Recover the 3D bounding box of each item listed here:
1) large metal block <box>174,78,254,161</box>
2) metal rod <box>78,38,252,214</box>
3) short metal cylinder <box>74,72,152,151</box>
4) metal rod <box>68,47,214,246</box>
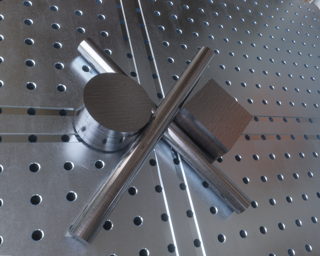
[{"bbox_3d":[0.069,-0.010,0.430,0.080,0.050,0.080,44,51,2],"label":"large metal block"},{"bbox_3d":[0.004,-0.005,0.408,0.300,0.025,0.025,46,51,3],"label":"metal rod"},{"bbox_3d":[-0.057,-0.019,0.368,0.081,0.050,0.080,14,56,-21],"label":"short metal cylinder"},{"bbox_3d":[-0.005,-0.001,0.374,0.025,0.025,0.301,37,59,-4],"label":"metal rod"}]
